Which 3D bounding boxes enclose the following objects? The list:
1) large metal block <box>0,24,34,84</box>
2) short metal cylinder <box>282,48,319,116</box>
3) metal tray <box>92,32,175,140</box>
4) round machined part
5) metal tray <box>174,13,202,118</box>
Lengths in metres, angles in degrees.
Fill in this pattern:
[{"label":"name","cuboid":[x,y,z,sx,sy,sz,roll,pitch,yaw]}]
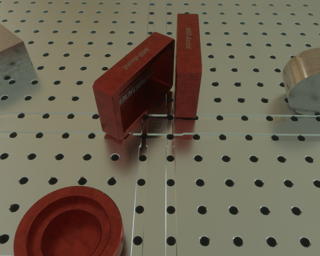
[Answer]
[{"label":"large metal block","cuboid":[-0.263,-0.115,0.486,0.080,0.050,0.080,36,59,26]},{"label":"short metal cylinder","cuboid":[0.215,-0.062,0.426,0.080,0.080,0.050,4,50,3]},{"label":"metal tray","cuboid":[-0.028,-0.057,0.412,0.030,0.089,0.131,27,55,21]},{"label":"round machined part","cuboid":[-0.084,0.109,0.302,0.099,0.042,0.098,0,48,0]},{"label":"metal tray","cuboid":[0.038,-0.090,0.440,0.030,0.089,0.130,2,50,2]}]
